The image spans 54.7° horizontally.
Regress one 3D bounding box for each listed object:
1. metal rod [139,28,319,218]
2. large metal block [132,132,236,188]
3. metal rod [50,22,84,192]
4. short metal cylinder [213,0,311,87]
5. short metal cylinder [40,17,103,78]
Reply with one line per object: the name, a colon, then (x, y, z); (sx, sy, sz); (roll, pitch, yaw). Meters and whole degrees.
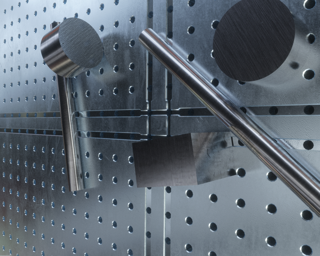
metal rod: (0.068, -0.026, 0.353); (0.300, 0.025, 0.025); (49, 119, 28)
large metal block: (0.028, 0.035, 0.350); (0.080, 0.081, 0.050); (-11, 83, 39)
metal rod: (-0.164, -0.040, 0.544); (0.025, 0.025, 0.298); (-14, 81, 39)
short metal cylinder: (0.101, -0.084, 0.310); (0.080, 0.050, 0.079); (0, 90, 40)
short metal cylinder: (-0.137, -0.125, 0.487); (0.050, 0.081, 0.080); (-15, 81, 39)
